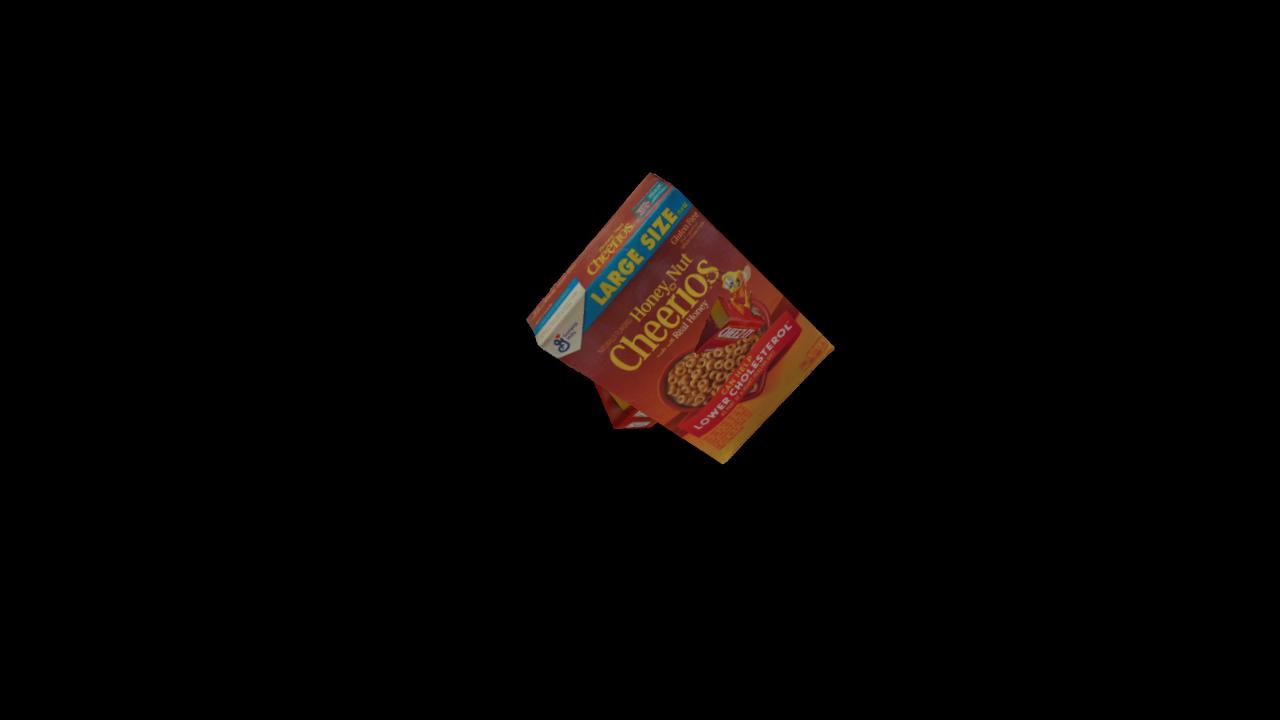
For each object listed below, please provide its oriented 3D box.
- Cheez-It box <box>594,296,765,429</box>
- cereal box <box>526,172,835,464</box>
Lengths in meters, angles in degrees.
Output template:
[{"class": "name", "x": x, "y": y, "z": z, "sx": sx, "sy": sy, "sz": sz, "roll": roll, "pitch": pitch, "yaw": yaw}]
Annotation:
[{"class": "Cheez-It box", "x": 0.022, "y": -0.042, "z": 0.736, "sx": 0.071, "sy": 0.166, "sz": 0.223, "roll": 2, "pitch": -37, "yaw": -44}, {"class": "cereal box", "x": 0.055, "y": -0.029, "z": 0.686, "sx": 0.306, "sy": 0.203, "sz": 0.081, "roll": 36, "pitch": 11, "yaw": -35}]
